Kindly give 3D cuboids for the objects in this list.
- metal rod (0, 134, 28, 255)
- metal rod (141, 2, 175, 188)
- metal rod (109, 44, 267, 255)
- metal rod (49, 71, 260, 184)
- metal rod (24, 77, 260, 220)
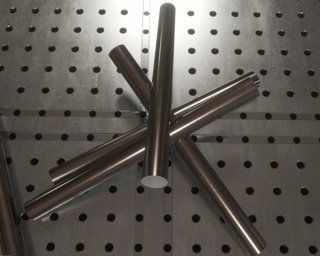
[{"bbox_3d":[-0.183,0.105,0.370,0.025,0.025,0.299,-20,71,-8],"label":"metal rod"},{"bbox_3d":[0.003,-0.066,0.387,0.025,0.025,0.300,4,52,1],"label":"metal rod"},{"bbox_3d":[0.029,0.021,0.383,0.025,0.025,0.299,-33,82,-12],"label":"metal rod"},{"bbox_3d":[0.000,-0.003,0.412,0.302,0.025,0.025,-26,73,-10],"label":"metal rod"},{"bbox_3d":[-0.025,0.026,0.363,0.301,0.025,0.025,-29,73,4],"label":"metal rod"}]
